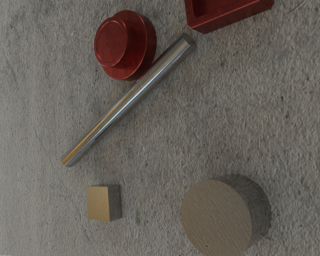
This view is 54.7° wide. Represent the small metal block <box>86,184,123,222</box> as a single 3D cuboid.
[{"bbox_3d":[-0.085,0.113,0.473,0.050,0.025,0.050,-8,85,39],"label":"small metal block"}]

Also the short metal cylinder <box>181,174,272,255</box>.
[{"bbox_3d":[0.070,0.092,0.330,0.080,0.050,0.079,0,90,39],"label":"short metal cylinder"}]

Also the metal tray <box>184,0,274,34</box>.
[{"bbox_3d":[0.068,-0.182,0.343,0.090,0.030,0.129,-11,83,39],"label":"metal tray"}]

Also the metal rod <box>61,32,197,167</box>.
[{"bbox_3d":[-0.061,-0.025,0.452,0.299,0.025,0.025,-40,66,32],"label":"metal rod"}]

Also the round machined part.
[{"bbox_3d":[-0.055,-0.117,0.437,0.098,0.042,0.097,0,90,39],"label":"round machined part"}]
